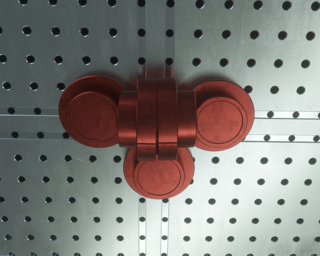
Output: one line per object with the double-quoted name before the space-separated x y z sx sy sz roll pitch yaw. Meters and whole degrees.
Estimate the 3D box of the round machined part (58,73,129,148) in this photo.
"round machined part" -0.081 -0.018 0.396 0.099 0.042 0.097 0 110 -1

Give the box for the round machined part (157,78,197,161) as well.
"round machined part" 0.019 -0.010 0.365 0.042 0.098 0.097 -1 110 0

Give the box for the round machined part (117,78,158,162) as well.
"round machined part" -0.025 -0.010 0.364 0.042 0.098 0.097 1 110 -1

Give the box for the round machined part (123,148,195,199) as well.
"round machined part" -0.001 0.057 0.425 0.099 0.042 0.097 0 110 -1

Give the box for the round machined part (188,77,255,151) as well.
"round machined part" 0.073 -0.013 0.400 0.099 0.042 0.097 0 110 -1
